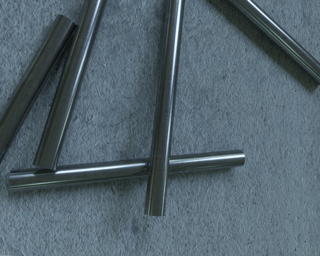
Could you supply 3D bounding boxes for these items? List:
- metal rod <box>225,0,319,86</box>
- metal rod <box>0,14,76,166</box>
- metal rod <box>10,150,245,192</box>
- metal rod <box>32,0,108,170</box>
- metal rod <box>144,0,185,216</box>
[{"bbox_3d":[0.156,-0.158,0.465,0.301,0.025,0.025,34,79,-17],"label":"metal rod"},{"bbox_3d":[-0.174,0.007,0.344,0.025,0.025,0.299,28,81,-18],"label":"metal rod"},{"bbox_3d":[-0.025,0.052,0.399,0.303,0.025,0.025,-3,91,-20],"label":"metal rod"},{"bbox_3d":[-0.091,-0.099,0.366,0.025,0.025,0.299,18,81,-19],"label":"metal rod"},{"bbox_3d":[0.008,-0.043,0.394,0.025,0.025,0.299,9,81,-20],"label":"metal rod"}]
